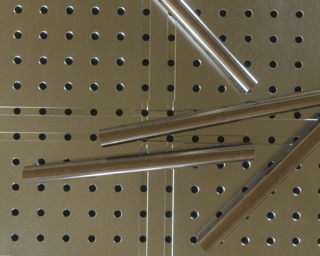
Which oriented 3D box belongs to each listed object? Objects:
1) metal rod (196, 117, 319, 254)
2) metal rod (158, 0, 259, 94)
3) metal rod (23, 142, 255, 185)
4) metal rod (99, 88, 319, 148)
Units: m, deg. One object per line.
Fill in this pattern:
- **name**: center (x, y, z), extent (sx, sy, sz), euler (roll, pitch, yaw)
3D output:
- **metal rod**: center (0.164, 0.053, 0.414), extent (0.300, 0.025, 0.025), euler (-45, 90, 0)
- **metal rod**: center (0.020, -0.165, 0.413), extent (0.025, 0.025, 0.300), euler (-43, 90, 0)
- **metal rod**: center (-0.027, 0.047, 0.413), extent (0.302, 0.025, 0.025), euler (-6, 90, 0)
- **metal rod**: center (0.070, -0.014, 0.413), extent (0.302, 0.025, 0.025), euler (-11, 90, 0)
